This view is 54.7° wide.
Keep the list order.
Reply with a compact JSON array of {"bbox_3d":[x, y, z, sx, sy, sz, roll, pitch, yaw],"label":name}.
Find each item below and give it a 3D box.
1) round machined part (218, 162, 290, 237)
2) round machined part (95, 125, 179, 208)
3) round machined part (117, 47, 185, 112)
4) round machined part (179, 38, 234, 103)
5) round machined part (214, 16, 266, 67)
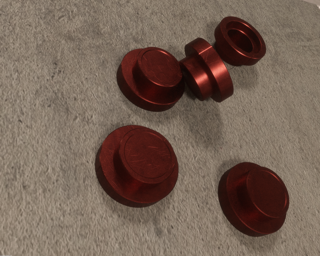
[{"bbox_3d":[0.130,0.090,0.411,0.099,0.042,0.098,14,56,-21],"label":"round machined part"},{"bbox_3d":[-0.021,0.039,0.359,0.099,0.042,0.098,14,56,-21],"label":"round machined part"},{"bbox_3d":[-0.008,-0.075,0.436,0.099,0.042,0.098,14,56,-21],"label":"round machined part"},{"bbox_3d":[0.061,-0.078,0.452,0.042,0.098,0.098,-32,77,-2],"label":"round machined part"},{"bbox_3d":[0.140,-0.152,0.563,0.099,0.042,0.098,14,56,-21],"label":"round machined part"}]
